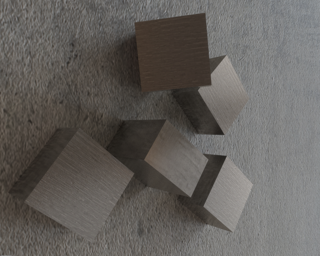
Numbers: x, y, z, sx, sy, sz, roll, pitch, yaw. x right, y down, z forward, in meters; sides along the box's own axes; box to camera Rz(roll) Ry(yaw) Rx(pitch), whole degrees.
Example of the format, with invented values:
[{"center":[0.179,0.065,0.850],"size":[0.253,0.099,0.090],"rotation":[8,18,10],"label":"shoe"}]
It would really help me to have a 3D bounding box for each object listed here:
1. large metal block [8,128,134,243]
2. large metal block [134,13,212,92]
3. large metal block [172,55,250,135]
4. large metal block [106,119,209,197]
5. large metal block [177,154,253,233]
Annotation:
[{"center":[-0.087,0.056,0.316],"size":[0.080,0.050,0.080],"rotation":[46,63,-30],"label":"large metal block"},{"center":[0.018,-0.087,0.375],"size":[0.050,0.080,0.079],"rotation":[-36,120,-80],"label":"large metal block"},{"center":[0.076,-0.046,0.452],"size":[0.080,0.050,0.080],"rotation":[-51,120,-28],"label":"large metal block"},{"center":[-0.005,0.034,0.365],"size":[0.080,0.080,0.050],"rotation":[43,64,-32],"label":"large metal block"},{"center":[0.084,0.095,0.459],"size":[0.080,0.050,0.080],"rotation":[45,63,-31],"label":"large metal block"}]
